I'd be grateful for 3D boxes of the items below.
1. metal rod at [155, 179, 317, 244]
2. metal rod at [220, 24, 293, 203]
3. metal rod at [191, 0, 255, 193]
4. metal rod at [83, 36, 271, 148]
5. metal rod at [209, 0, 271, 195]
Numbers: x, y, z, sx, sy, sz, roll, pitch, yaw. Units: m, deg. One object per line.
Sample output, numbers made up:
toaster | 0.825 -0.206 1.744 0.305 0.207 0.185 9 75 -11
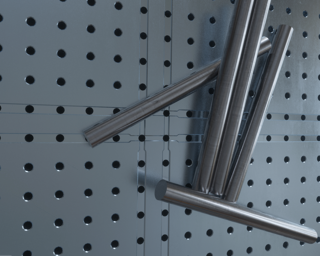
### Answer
metal rod | 0.123 0.125 0.435 0.302 0.025 0.025 23 82 -28
metal rod | 0.145 -0.017 0.467 0.025 0.025 0.299 23 82 -19
metal rod | 0.084 -0.037 0.423 0.025 0.025 0.298 11 94 -20
metal rod | 0.036 -0.057 0.426 0.302 0.025 0.025 -30 100 -18
metal rod | 0.112 -0.053 0.434 0.025 0.025 0.298 11 94 -20
